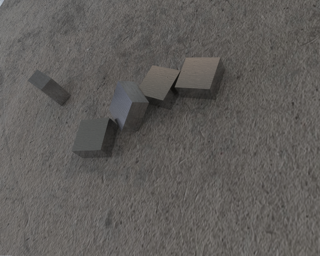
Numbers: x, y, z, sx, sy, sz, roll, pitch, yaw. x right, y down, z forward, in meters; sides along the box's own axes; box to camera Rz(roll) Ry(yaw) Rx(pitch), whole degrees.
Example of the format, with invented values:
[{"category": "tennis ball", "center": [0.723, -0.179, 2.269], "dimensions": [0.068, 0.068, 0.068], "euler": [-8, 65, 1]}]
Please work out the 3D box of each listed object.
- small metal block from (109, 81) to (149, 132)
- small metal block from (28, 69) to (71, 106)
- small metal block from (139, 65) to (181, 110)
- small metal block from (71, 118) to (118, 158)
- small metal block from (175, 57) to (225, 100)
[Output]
[{"category": "small metal block", "center": [-0.044, -0.030, 0.429], "dimensions": [0.050, 0.025, 0.050], "euler": [55, 134, 39]}, {"category": "small metal block", "center": [-0.188, -0.068, 0.529], "dimensions": [0.050, 0.050, 0.025], "euler": [30, 79, 37]}, {"category": "small metal block", "center": [0.002, -0.058, 0.439], "dimensions": [0.050, 0.025, 0.050], "euler": [19, 71, 35]}, {"category": "small metal block", "center": [-0.092, 0.015, 0.443], "dimensions": [0.050, 0.025, 0.050], "euler": [-4, 60, 26]}, {"category": "small metal block", "center": [0.054, -0.067, 0.417], "dimensions": [0.050, 0.025, 0.050], "euler": [8, 65, 31]}]
